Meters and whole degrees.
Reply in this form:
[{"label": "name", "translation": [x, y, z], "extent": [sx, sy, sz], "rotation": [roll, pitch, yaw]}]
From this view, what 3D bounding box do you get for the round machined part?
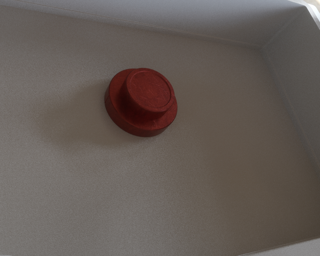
[{"label": "round machined part", "translation": [-0.020, -0.040, 0.410], "extent": [0.099, 0.042, 0.098], "rotation": [14, 56, -21]}]
